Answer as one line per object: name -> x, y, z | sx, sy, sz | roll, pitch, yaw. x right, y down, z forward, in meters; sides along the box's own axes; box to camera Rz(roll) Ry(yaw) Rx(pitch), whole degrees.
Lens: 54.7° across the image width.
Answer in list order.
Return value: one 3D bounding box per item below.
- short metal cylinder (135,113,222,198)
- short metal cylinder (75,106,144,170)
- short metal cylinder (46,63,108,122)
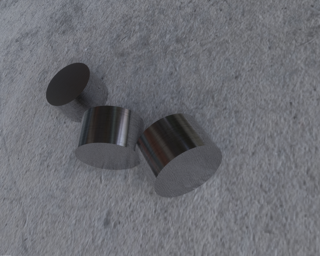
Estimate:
short metal cylinder -> 0.020, 0.031, 0.339 | 0.080, 0.080, 0.050 | -36, 51, 4
short metal cylinder -> -0.062, 0.015, 0.391 | 0.080, 0.080, 0.050 | -10, 58, 22
short metal cylinder -> -0.130, -0.056, 0.488 | 0.080, 0.050, 0.080 | -13, 56, 20
